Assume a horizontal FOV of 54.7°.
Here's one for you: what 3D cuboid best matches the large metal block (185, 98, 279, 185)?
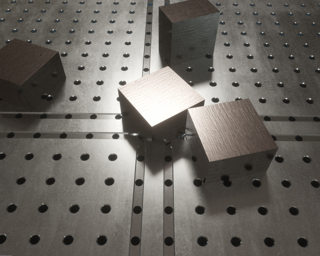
[{"bbox_3d":[0.082,0.015,0.380,0.081,0.050,0.080,-10,51,-9],"label":"large metal block"}]

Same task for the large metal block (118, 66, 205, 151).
[{"bbox_3d":[0.001,-0.028,0.415,0.081,0.050,0.080,-28,56,-22],"label":"large metal block"}]

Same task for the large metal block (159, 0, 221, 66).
[{"bbox_3d":[0.045,-0.156,0.504,0.081,0.080,0.050,-18,53,-15],"label":"large metal block"}]

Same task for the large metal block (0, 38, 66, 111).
[{"bbox_3d":[-0.201,-0.080,0.456,0.080,0.050,0.080,19,53,15],"label":"large metal block"}]
